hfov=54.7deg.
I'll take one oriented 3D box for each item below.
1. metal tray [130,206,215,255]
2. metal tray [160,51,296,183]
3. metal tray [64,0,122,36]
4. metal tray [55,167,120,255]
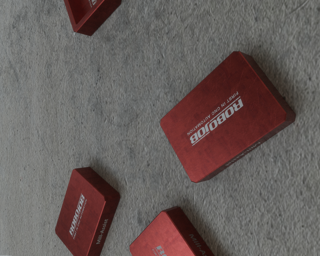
[{"bbox_3d":[0.025,0.176,0.381,0.130,0.030,0.090,52,120,27],"label":"metal tray"},{"bbox_3d":[0.068,-0.009,0.346,0.129,0.030,0.090,-43,64,31],"label":"metal tray"},{"bbox_3d":[-0.119,-0.228,0.499,0.090,0.030,0.130,-32,70,35],"label":"metal tray"},{"bbox_3d":[-0.120,0.140,0.501,0.090,0.030,0.129,32,110,35],"label":"metal tray"}]
